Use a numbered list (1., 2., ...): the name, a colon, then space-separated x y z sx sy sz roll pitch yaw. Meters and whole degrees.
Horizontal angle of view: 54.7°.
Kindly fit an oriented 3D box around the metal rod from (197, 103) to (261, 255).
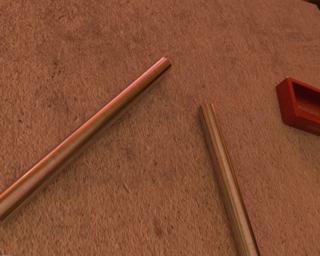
1. metal rod: 0.097 0.101 0.395 0.025 0.025 0.299 2 61 -28

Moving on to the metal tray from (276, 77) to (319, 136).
1. metal tray: 0.283 -0.035 0.577 0.131 0.030 0.090 16 55 -20

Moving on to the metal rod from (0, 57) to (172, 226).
1. metal rod: -0.071 -0.008 0.371 0.025 0.025 0.301 42 51 0
